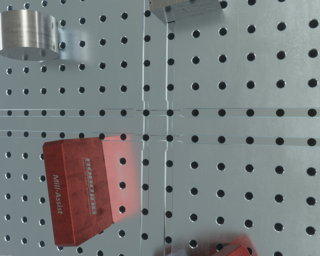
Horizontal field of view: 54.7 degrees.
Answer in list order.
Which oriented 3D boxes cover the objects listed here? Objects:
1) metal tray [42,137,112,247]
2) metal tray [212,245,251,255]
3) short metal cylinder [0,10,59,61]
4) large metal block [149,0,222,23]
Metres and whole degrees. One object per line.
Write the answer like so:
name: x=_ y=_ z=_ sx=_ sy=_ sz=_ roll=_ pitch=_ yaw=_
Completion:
metal tray: x=-0.107 y=0.079 z=0.415 sx=0.030 sy=0.090 sz=0.129 roll=-9 pitch=87 yaw=20
metal tray: x=0.061 y=0.202 z=0.343 sx=0.090 sy=0.131 sz=0.030 roll=64 pitch=150 yaw=9
short metal cylinder: x=-0.190 y=-0.132 z=0.450 sx=0.080 sy=0.080 sz=0.050 roll=-3 pitch=89 yaw=20
large metal block: x=0.030 y=-0.187 z=0.389 sx=0.080 sy=0.050 sz=0.080 roll=-7 pitch=88 yaw=19
